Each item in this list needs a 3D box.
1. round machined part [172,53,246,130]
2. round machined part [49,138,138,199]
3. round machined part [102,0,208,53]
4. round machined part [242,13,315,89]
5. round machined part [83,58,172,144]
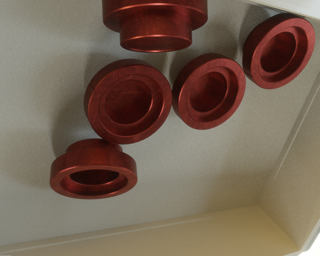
[{"bbox_3d":[0.058,-0.050,0.400,0.099,0.042,0.097,-14,125,-21],"label":"round machined part"},{"bbox_3d":[-0.078,0.047,0.368,0.099,0.042,0.098,-6,147,-4],"label":"round machined part"},{"bbox_3d":[-0.004,-0.099,0.294,0.099,0.098,0.042,-3,92,-28],"label":"round machined part"},{"bbox_3d":[0.152,-0.104,0.414,0.099,0.042,0.097,-14,129,-17],"label":"round machined part"},{"bbox_3d":[-0.039,-0.033,0.357,0.099,0.042,0.097,-14,124,-21],"label":"round machined part"}]
